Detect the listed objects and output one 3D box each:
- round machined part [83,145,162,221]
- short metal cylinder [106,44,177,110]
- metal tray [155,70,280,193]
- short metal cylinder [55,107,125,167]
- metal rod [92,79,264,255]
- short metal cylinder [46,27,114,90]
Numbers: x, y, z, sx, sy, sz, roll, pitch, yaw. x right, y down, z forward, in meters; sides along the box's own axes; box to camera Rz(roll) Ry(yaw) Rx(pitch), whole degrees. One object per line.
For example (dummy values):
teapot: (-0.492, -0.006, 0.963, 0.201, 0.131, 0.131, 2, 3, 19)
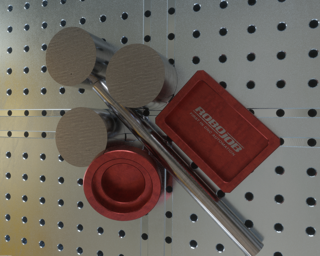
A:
round machined part: (-0.047, 0.068, 0.409, 0.099, 0.042, 0.097, 0, 105, 1)
short metal cylinder: (-0.023, -0.065, 0.407, 0.080, 0.050, 0.080, 0, 90, 20)
metal tray: (0.069, 0.003, 0.384, 0.130, 0.030, 0.090, 45, 104, 14)
short metal cylinder: (-0.097, 0.012, 0.433, 0.080, 0.050, 0.080, 0, 90, 20)
metal rod: (0.014, 0.043, 0.408, 0.300, 0.025, 0.025, 46, 104, 14)
short metal cylinder: (-0.112, -0.096, 0.439, 0.080, 0.050, 0.080, 0, 90, 20)
